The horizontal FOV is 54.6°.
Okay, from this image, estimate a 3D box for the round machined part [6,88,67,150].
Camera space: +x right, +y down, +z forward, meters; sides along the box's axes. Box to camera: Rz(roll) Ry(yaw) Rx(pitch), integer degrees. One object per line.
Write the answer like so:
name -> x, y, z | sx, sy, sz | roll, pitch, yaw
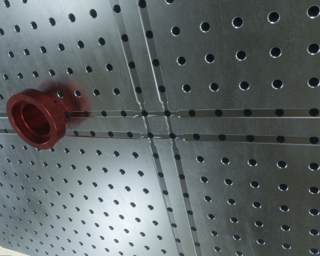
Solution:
round machined part -> -0.188, -0.018, 0.490 | 0.098, 0.042, 0.097 | 13, 124, 21
